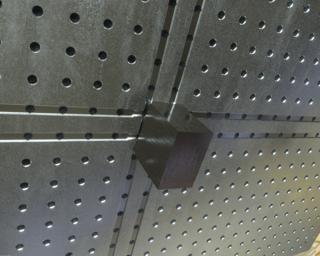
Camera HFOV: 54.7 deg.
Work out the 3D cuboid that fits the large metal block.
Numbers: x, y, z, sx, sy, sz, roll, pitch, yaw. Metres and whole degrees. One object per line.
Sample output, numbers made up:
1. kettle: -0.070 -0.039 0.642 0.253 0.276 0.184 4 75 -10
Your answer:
1. large metal block: 0.013 0.021 0.396 0.050 0.080 0.079 3 117 -30
